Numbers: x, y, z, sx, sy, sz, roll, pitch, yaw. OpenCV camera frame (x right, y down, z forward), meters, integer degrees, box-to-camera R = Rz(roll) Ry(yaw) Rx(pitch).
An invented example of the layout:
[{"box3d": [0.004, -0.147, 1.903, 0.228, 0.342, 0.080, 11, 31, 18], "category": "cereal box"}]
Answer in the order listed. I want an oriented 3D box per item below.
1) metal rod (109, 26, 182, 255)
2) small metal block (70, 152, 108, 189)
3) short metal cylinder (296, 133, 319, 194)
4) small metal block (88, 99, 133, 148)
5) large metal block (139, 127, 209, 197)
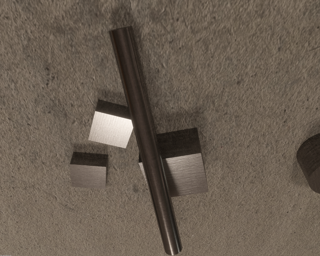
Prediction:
[{"box3d": [-0.011, 0.032, 0.375, 0.025, 0.025, 0.298, -10, 112, 7], "category": "metal rod"}, {"box3d": [-0.104, 0.063, 0.460, 0.050, 0.025, 0.050, 5, 130, -5], "category": "small metal block"}, {"box3d": [0.243, 0.050, 0.437, 0.081, 0.050, 0.079, 0, 130, 0], "category": "short metal cylinder"}, {"box3d": [-0.062, -0.005, 0.403, 0.050, 0.025, 0.050, 14, 129, -12], "category": "small metal block"}, {"box3d": [0.020, 0.051, 0.435, 0.080, 0.050, 0.080, -10, 130, 8], "category": "large metal block"}]
